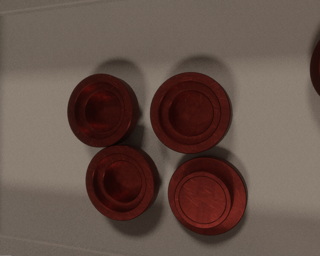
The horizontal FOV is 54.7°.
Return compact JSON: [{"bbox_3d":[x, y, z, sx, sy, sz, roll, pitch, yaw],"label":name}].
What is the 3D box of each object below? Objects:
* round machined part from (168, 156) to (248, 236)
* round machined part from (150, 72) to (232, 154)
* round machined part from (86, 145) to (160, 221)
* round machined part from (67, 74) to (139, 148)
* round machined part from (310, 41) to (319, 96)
[{"bbox_3d":[0.056,0.084,0.381,0.098,0.042,0.097,0,90,19],"label":"round machined part"},{"bbox_3d":[0.041,-0.018,0.387,0.098,0.042,0.097,0,90,19],"label":"round machined part"},{"bbox_3d":[-0.046,0.070,0.417,0.098,0.042,0.097,0,90,19],"label":"round machined part"},{"bbox_3d":[-0.073,-0.022,0.425,0.098,0.042,0.097,-1,88,20],"label":"round machined part"},{"bbox_3d":[0.210,-0.064,0.312,0.098,0.042,0.097,-4,84,53],"label":"round machined part"}]
